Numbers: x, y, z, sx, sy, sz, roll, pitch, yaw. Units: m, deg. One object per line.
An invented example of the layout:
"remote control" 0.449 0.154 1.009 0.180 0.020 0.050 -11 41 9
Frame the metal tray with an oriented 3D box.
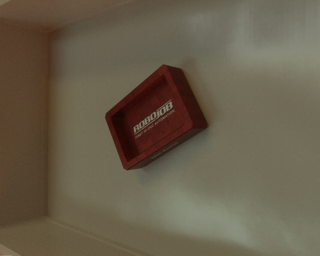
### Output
"metal tray" -0.011 -0.010 0.410 0.130 0.030 0.090 -35 69 34
